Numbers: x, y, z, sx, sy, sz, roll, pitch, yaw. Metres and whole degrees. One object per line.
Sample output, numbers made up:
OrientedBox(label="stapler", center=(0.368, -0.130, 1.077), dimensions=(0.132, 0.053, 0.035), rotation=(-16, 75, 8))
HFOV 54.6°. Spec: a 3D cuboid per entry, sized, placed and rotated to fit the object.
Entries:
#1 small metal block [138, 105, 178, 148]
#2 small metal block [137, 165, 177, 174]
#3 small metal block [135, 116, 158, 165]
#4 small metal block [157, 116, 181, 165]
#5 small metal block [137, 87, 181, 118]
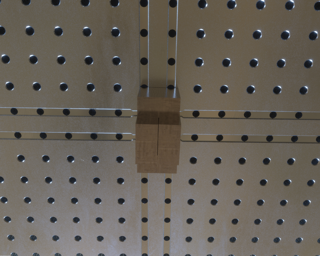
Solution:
OrientedBox(label="small metal block", center=(-0.003, -0.002, 0.412), dimensions=(0.050, 0.025, 0.050), rotation=(2, 110, 0))
OrientedBox(label="small metal block", center=(-0.003, 0.037, 0.413), dimensions=(0.050, 0.050, 0.025), rotation=(2, 110, -1))
OrientedBox(label="small metal block", center=(-0.015, 0.010, 0.377), dimensions=(0.025, 0.050, 0.050), rotation=(2, 110, -1))
OrientedBox(label="small metal block", center=(0.011, 0.011, 0.377), dimensions=(0.025, 0.050, 0.050), rotation=(2, 110, 0))
OrientedBox(label="small metal block", center=(-0.002, -0.033, 0.387), dimensions=(0.050, 0.050, 0.025), rotation=(2, 110, -1))
